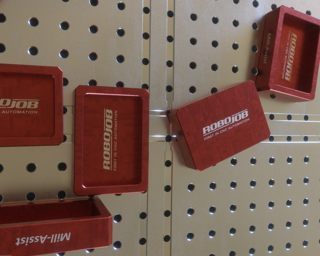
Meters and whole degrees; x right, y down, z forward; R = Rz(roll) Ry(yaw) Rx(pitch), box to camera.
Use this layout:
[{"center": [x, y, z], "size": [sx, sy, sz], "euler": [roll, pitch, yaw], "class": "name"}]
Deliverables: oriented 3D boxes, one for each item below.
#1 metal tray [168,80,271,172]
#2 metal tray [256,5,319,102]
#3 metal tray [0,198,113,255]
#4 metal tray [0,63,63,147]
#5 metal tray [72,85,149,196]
[{"center": [0.087, -0.005, 0.442], "size": [0.131, 0.030, 0.090], "euler": [-23, 98, -19], "class": "metal tray"}, {"center": [0.204, -0.113, 0.484], "size": [0.091, 0.030, 0.129], "euler": [11, 86, -20], "class": "metal tray"}, {"center": [-0.124, 0.104, 0.332], "size": [0.131, 0.090, 0.030], "euler": [0, 90, -20], "class": "metal tray"}, {"center": [-0.177, -0.024, 0.344], "size": [0.131, 0.030, 0.090], "euler": [-1, 90, -20], "class": "metal tray"}, {"center": [-0.061, 0.015, 0.387], "size": [0.091, 0.030, 0.129], "euler": [1, 90, -20], "class": "metal tray"}]
